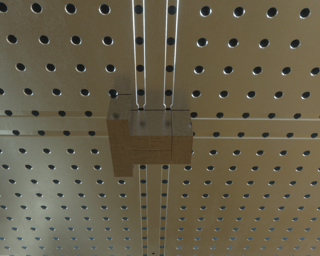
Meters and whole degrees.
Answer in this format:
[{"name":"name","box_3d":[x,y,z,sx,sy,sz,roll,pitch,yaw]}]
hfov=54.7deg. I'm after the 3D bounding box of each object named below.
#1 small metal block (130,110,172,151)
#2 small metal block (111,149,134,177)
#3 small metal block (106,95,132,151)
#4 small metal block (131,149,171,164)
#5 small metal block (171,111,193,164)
[{"name":"small metal block","box_3d":[-0.011,0.002,0.396,0.050,0.050,0.025,0,130,-1]},{"name":"small metal block","box_3d":[-0.049,0.031,0.420,0.025,0.050,0.050,0,130,0]},{"name":"small metal block","box_3d":[-0.049,-0.007,0.388,0.025,0.050,0.050,0,130,0]},{"name":"small metal block","box_3d":[-0.011,0.022,0.413,0.050,0.050,0.025,0,130,-1]},{"name":"small metal block","box_3d":[0.027,0.012,0.405,0.025,0.050,0.050,0,130,0]}]
